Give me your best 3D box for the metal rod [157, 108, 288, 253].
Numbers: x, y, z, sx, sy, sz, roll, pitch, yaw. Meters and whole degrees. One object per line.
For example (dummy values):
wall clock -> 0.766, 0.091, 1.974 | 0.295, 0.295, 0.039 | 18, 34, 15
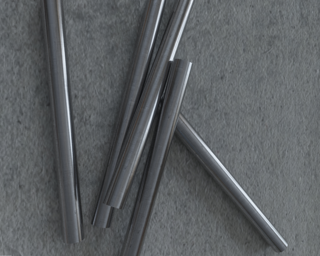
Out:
metal rod -> 0.092, 0.072, 0.444 | 0.025, 0.025, 0.300 | -44, 104, -15

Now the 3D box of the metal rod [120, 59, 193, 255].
metal rod -> -0.010, 0.061, 0.389 | 0.025, 0.025, 0.298 | 15, 91, -20

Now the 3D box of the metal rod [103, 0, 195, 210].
metal rod -> -0.007, -0.048, 0.389 | 0.025, 0.025, 0.299 | 23, 75, -19

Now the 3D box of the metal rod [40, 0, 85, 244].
metal rod -> -0.116, -0.015, 0.366 | 0.025, 0.025, 0.298 | -5, 92, -20

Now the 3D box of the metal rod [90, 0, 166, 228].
metal rod -> -0.039, -0.025, 0.395 | 0.025, 0.025, 0.298 | 15, 85, -20
